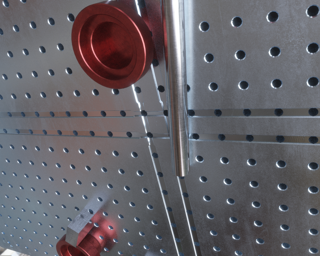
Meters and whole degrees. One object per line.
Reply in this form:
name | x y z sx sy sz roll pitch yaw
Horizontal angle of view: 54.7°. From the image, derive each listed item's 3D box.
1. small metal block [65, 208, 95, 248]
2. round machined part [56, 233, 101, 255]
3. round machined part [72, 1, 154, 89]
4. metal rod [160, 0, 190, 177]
small metal block | -0.153 0.191 0.595 0.025 0.050 0.050 28 128 11
round machined part | -0.162 0.254 0.643 0.098 0.042 0.097 13 124 21
round machined part | -0.051 -0.099 0.366 0.098 0.042 0.097 13 124 21
metal rod | 0.018 -0.069 0.358 0.025 0.025 0.298 9 123 23
